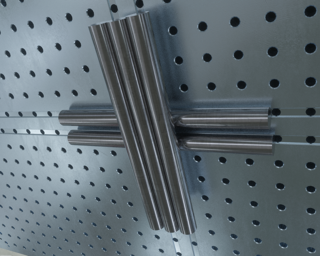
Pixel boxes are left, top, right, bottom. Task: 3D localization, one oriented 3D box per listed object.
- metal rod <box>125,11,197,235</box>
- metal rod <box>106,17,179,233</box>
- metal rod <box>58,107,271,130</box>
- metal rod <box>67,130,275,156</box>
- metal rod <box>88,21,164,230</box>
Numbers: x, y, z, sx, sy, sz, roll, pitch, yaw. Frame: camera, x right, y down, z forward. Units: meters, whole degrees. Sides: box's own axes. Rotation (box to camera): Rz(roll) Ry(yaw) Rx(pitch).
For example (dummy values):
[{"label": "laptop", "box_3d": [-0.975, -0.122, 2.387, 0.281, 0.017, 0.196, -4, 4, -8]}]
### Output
[{"label": "metal rod", "box_3d": [0.009, 0.014, 0.382, 0.025, 0.025, 0.298, 0, 119, 27]}, {"label": "metal rod", "box_3d": [-0.013, 0.015, 0.394, 0.025, 0.025, 0.298, 0, 119, 27]}, {"label": "metal rod", "box_3d": [-0.013, -0.013, 0.409, 0.301, 0.025, 0.025, 1, 119, 27]}, {"label": "metal rod", "box_3d": [-0.004, 0.017, 0.423, 0.301, 0.025, 0.025, 1, 119, 27]}, {"label": "metal rod", "box_3d": [-0.035, 0.015, 0.406, 0.025, 0.025, 0.298, 0, 119, 27]}]
